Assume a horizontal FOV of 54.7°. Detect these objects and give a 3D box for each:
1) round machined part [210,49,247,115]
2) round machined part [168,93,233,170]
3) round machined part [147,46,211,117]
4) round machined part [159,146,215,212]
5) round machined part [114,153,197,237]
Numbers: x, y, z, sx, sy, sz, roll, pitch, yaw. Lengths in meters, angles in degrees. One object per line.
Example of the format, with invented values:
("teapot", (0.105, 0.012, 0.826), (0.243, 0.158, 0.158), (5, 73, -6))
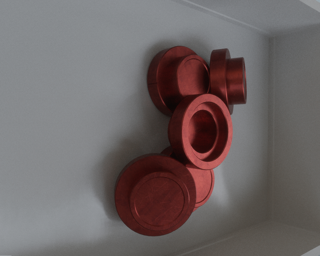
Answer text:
("round machined part", (0.103, -0.068, 0.455), (0.098, 0.042, 0.097), (-3, 90, -71))
("round machined part", (0.049, 0.005, 0.408), (0.099, 0.042, 0.097), (0, 90, -40))
("round machined part", (0.034, -0.063, 0.423), (0.099, 0.042, 0.097), (0, 90, -40))
("round machined part", (0.038, 0.072, 0.427), (0.099, 0.042, 0.097), (0, 90, -40))
("round machined part", (-0.004, 0.081, 0.365), (0.099, 0.042, 0.097), (-1, 94, -11))
